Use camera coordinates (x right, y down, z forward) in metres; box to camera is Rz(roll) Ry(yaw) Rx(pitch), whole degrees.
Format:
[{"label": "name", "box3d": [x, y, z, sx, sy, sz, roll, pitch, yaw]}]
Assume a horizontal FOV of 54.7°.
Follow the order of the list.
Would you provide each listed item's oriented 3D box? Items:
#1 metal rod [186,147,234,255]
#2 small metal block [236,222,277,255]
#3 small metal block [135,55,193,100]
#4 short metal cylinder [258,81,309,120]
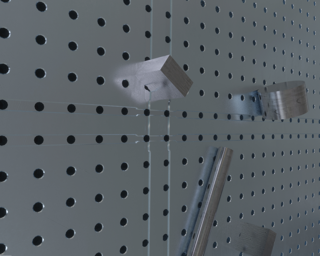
[{"label": "metal rod", "box3d": [0.057, 0.170, 0.456, 0.025, 0.025, 0.299, 32, 70, -36]}, {"label": "small metal block", "box3d": [0.165, 0.195, 0.531, 0.025, 0.050, 0.050, 37, 67, -34]}, {"label": "small metal block", "box3d": [0.005, -0.063, 0.397, 0.050, 0.050, 0.025, 44, 64, -31]}, {"label": "short metal cylinder", "box3d": [0.222, -0.051, 0.559, 0.081, 0.080, 0.050, -25, 106, -37]}]
